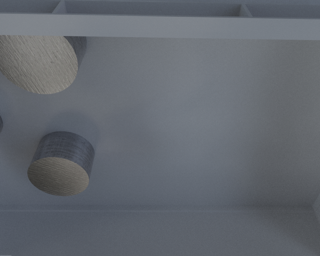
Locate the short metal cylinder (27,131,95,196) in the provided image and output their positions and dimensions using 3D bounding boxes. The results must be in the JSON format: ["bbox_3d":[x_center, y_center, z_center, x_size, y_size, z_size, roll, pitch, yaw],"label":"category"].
[{"bbox_3d":[-0.136,0.051,0.434,0.081,0.050,0.079,0,130,0],"label":"short metal cylinder"}]

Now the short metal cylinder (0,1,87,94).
[{"bbox_3d":[-0.121,-0.082,0.321,0.081,0.050,0.079,0,130,0],"label":"short metal cylinder"}]

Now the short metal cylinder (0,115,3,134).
[{"bbox_3d":[-0.251,0.003,0.392,0.081,0.050,0.079,0,130,0],"label":"short metal cylinder"}]

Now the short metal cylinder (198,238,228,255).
[{"bbox_3d":[0.102,0.255,0.595,0.050,0.080,0.080,-4,130,3],"label":"short metal cylinder"}]
